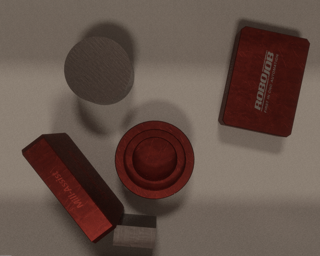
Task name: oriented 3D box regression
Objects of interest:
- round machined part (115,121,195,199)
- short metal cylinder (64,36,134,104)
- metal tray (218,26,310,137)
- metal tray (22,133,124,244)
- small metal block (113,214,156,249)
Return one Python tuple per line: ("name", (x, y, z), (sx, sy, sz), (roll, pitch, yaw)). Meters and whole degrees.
("round machined part", (-0.007, 0.039, 0.403), (0.099, 0.042, 0.097), (0, 90, -1))
("short metal cylinder", (-0.075, -0.071, 0.398), (0.081, 0.050, 0.079), (0, 90, -1))
("metal tray", (0.136, -0.059, 0.411), (0.091, 0.030, 0.129), (12, 90, -1))
("metal tray", (-0.099, 0.066, 0.377), (0.030, 0.090, 0.130), (-38, 91, 0))
("small metal block", (-0.031, 0.131, 0.399), (0.050, 0.050, 0.025), (5, 90, -1))
